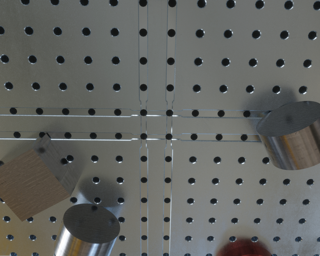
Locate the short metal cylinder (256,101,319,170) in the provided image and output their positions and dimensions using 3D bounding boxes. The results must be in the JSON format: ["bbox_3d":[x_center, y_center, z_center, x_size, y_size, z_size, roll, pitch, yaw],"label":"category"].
[{"bbox_3d":[0.169,0.008,0.389,0.080,0.080,0.050,-27,108,9],"label":"short metal cylinder"}]

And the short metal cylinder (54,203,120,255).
[{"bbox_3d":[-0.103,0.153,0.439,0.080,0.080,0.050,20,109,-7],"label":"short metal cylinder"}]

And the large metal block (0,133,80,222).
[{"bbox_3d":[-0.172,0.067,0.423,0.080,0.050,0.080,-29,108,10],"label":"large metal block"}]

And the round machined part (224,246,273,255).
[{"bbox_3d":[0.143,0.242,0.495,0.099,0.042,0.097,0,110,0],"label":"round machined part"}]
